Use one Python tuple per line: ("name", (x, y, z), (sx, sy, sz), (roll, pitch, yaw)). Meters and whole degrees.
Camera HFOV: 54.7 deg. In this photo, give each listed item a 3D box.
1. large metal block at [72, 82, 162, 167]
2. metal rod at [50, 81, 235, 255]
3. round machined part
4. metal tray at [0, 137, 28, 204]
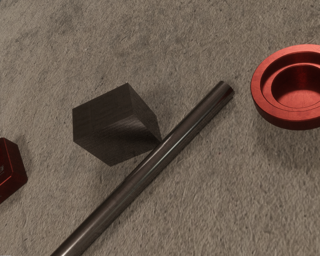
("large metal block", (-0.053, -0.001, 0.395), (0.080, 0.080, 0.050), (-23, 54, 14))
("metal rod", (-0.020, 0.056, 0.378), (0.300, 0.025, 0.025), (-46, 51, -4))
("round machined part", (0.153, -0.040, 0.337), (0.098, 0.042, 0.098), (-13, 56, 20))
("metal tray", (-0.278, 0.087, 0.489), (0.130, 0.030, 0.090), (-39, 51, 1))
